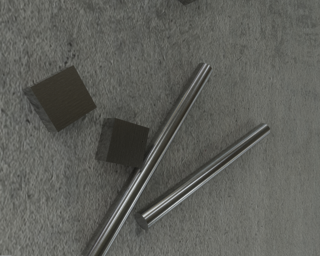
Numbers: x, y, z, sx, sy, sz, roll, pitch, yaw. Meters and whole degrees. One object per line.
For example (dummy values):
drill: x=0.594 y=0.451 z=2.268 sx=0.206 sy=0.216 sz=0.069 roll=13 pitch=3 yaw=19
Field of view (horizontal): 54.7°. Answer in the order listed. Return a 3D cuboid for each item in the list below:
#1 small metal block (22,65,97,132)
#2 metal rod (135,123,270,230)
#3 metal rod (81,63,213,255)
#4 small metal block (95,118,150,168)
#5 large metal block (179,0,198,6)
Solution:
small metal block: x=-0.102 y=-0.030 z=0.320 sx=0.050 sy=0.025 sz=0.050 roll=-39 pitch=114 yaw=-33
metal rod: x=0.084 y=0.060 z=0.477 sx=0.302 sy=0.025 sz=0.025 roll=-28 pitch=108 yaw=-37
metal rod: x=-0.004 y=0.028 z=0.402 sx=0.025 sy=0.025 sz=0.300 roll=47 pitch=62 yaw=-30
small metal block: x=-0.044 y=0.018 z=0.369 sx=0.050 sy=0.025 sz=0.050 roll=18 pitch=79 yaw=-39
large metal block: x=0.037 y=-0.231 z=0.421 sx=0.080 sy=0.050 sz=0.080 roll=31 pitch=70 yaw=-36
